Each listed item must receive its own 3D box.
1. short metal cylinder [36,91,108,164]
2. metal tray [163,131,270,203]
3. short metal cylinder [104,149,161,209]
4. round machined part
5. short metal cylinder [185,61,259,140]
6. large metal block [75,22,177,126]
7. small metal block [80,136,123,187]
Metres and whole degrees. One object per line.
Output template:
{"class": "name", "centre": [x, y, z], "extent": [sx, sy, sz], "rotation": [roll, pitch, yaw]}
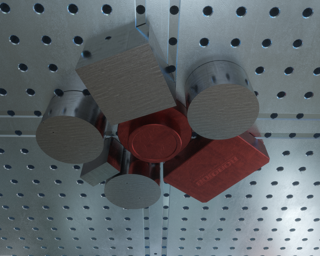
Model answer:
{"class": "short metal cylinder", "centre": [-0.108, 0.000, 0.393], "extent": [0.081, 0.050, 0.079], "rotation": [0, 130, 0]}
{"class": "metal tray", "centre": [0.078, 0.051, 0.451], "extent": [0.090, 0.030, 0.129], "rotation": [33, 122, -25]}
{"class": "short metal cylinder", "centre": [-0.039, 0.076, 0.458], "extent": [0.081, 0.050, 0.079], "rotation": [0, 130, 0]}
{"class": "round machined part", "centre": [-0.007, 0.008, 0.406], "extent": [0.099, 0.042, 0.097], "rotation": [0, 130, 0]}
{"class": "short metal cylinder", "centre": [0.071, -0.032, 0.368], "extent": [0.081, 0.050, 0.079], "rotation": [0, 130, 0]}
{"class": "large metal block", "centre": [-0.034, -0.058, 0.346], "extent": [0.080, 0.050, 0.080], "rotation": [-17, 128, 13]}
{"class": "small metal block", "centre": [-0.080, 0.046, 0.433], "extent": [0.050, 0.050, 0.025], "rotation": [-30, 124, 23]}
